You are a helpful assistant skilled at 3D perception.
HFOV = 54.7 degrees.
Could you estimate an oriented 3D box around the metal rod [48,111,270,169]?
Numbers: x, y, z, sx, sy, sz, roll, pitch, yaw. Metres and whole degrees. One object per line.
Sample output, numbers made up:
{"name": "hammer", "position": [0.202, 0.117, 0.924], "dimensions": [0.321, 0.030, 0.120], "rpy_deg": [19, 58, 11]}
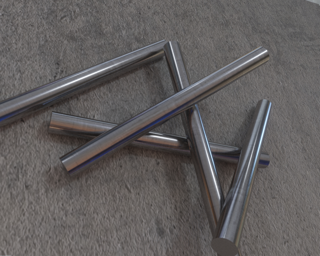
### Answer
{"name": "metal rod", "position": [0.016, 0.020, 0.399], "dimensions": [0.302, 0.025, 0.025], "rpy_deg": [11, 57, -22]}

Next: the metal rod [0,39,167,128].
{"name": "metal rod", "position": [-0.094, -0.061, 0.390], "dimensions": [0.302, 0.025, 0.025], "rpy_deg": [-33, 80, -38]}

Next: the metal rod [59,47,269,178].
{"name": "metal rod", "position": [0.022, -0.030, 0.376], "dimensions": [0.302, 0.025, 0.025], "rpy_deg": [-31, 79, -22]}

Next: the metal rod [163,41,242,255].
{"name": "metal rod", "position": [0.046, 0.013, 0.387], "dimensions": [0.025, 0.025, 0.299], "rpy_deg": [2, 61, -27]}

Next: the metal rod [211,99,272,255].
{"name": "metal rod", "position": [0.117, 0.037, 0.404], "dimensions": [0.025, 0.025, 0.301], "rpy_deg": [40, 39, -1]}
